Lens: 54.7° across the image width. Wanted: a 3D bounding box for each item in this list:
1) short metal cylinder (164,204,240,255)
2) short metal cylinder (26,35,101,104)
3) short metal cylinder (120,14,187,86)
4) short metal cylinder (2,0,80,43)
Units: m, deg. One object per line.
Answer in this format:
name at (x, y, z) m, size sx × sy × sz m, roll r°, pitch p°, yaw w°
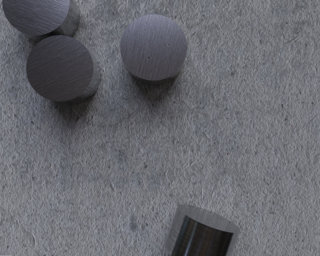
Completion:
short metal cylinder at (0.051, 0.134, 0.383) m, size 0.080 × 0.080 × 0.050 m, roll 19°, pitch 90°, yaw 0°
short metal cylinder at (-0.120, -0.072, 0.396) m, size 0.081 × 0.050 × 0.080 m, roll 0°, pitch 90°, yaw 0°
short metal cylinder at (-0.008, -0.097, 0.397) m, size 0.081 × 0.050 × 0.080 m, roll 0°, pitch 90°, yaw 0°
short metal cylinder at (-0.149, -0.151, 0.396) m, size 0.081 × 0.050 × 0.080 m, roll 0°, pitch 90°, yaw 0°
